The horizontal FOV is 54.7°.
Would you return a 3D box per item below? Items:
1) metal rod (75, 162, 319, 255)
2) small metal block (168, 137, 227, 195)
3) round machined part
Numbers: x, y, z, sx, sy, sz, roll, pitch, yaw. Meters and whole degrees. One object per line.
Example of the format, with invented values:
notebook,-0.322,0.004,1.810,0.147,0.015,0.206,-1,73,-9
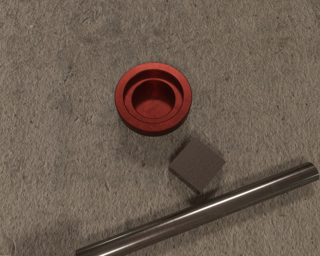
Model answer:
metal rod,0.050,0.103,0.371,0.302,0.025,0.025,-19,71,-7
small metal block,0.046,0.048,0.391,0.050,0.025,0.050,40,74,13
round machined part,-0.008,-0.034,0.411,0.099,0.042,0.098,0,70,-1
